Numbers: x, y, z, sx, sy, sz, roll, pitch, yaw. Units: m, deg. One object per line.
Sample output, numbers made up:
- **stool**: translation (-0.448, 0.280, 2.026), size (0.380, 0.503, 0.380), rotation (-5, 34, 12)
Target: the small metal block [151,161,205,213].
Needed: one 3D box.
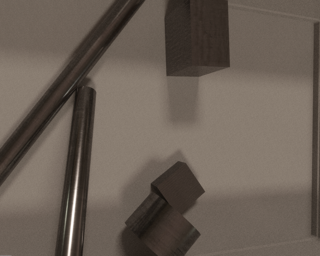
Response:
- **small metal block**: translation (0.025, 0.081, 0.421), size (0.050, 0.025, 0.050), rotation (-37, 102, -16)

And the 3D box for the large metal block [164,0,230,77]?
- **large metal block**: translation (0.045, -0.112, 0.399), size (0.050, 0.080, 0.079), rotation (-2, 91, -20)

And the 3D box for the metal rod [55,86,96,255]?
- **metal rod**: translation (-0.086, 0.086, 0.306), size (0.025, 0.025, 0.299), rotation (10, 58, -20)

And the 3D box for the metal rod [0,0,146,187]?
- **metal rod**: translation (-0.112, -0.053, 0.369), size (0.025, 0.025, 0.300), rotation (38, 78, -17)

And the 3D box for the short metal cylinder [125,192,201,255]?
- **short metal cylinder**: translation (0.003, 0.125, 0.384), size (0.080, 0.080, 0.050), rotation (46, 76, -15)
